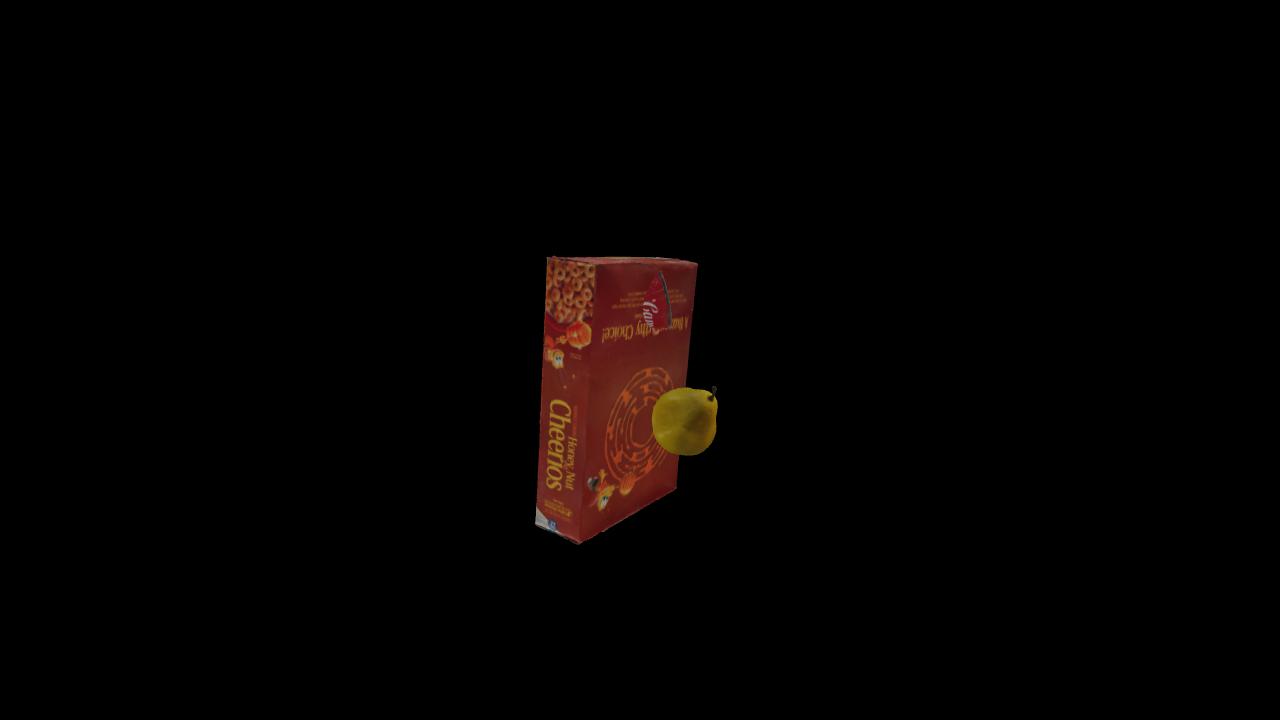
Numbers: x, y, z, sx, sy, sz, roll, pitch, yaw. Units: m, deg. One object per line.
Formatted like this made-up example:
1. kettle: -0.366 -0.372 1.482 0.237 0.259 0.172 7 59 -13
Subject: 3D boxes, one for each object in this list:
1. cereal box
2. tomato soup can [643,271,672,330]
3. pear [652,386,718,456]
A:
1. cereal box: -0.025 0.034 0.720 0.081 0.306 0.203 14 16 33
2. tomato soup can: -0.021 -0.059 0.689 0.101 0.068 0.068 -12 1 -4
3. pear: 0.063 0.064 0.692 0.080 0.080 0.111 0 -18 -30
